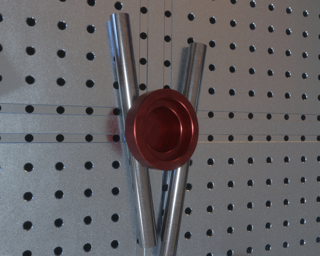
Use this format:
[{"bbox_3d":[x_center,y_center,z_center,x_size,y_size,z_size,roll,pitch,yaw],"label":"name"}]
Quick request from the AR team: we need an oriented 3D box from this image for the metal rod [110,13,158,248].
[{"bbox_3d":[-0.033,0.005,0.401,0.025,0.025,0.298,-8,93,-20],"label":"metal rod"}]

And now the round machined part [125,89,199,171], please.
[{"bbox_3d":[-0.002,0.002,0.382,0.099,0.042,0.097,2,87,-38],"label":"round machined part"}]

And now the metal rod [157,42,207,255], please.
[{"bbox_3d":[0.031,0.032,0.425,0.025,0.025,0.298,10,87,-20],"label":"metal rod"}]
